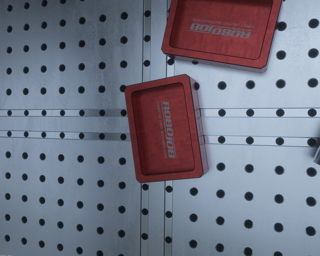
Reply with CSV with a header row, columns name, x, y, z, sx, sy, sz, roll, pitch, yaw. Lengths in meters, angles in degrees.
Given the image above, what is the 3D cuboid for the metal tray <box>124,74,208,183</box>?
name,x,y,z,sx,sy,sz,roll,pitch,yaw
metal tray,0.008,0.002,0.407,0.090,0.030,0.129,-9,87,19

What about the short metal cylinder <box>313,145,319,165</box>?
name,x,y,z,sx,sy,sz,roll,pitch,yaw
short metal cylinder,0.205,0.026,0.311,0.080,0.080,0.050,22,98,18

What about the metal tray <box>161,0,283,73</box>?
name,x,y,z,sx,sy,sz,roll,pitch,yaw
metal tray,0.074,-0.124,0.383,0.130,0.030,0.089,14,95,19
